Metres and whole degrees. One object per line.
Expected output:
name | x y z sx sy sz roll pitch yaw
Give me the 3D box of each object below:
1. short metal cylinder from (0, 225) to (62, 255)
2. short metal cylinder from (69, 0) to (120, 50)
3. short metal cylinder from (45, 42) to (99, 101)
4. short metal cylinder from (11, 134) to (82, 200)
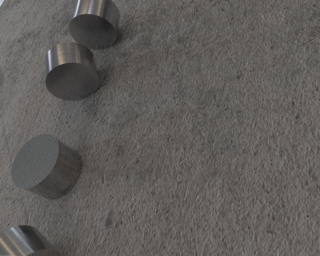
short metal cylinder | -0.160 0.160 0.354 0.050 0.080 0.080 25 75 37
short metal cylinder | -0.113 -0.184 0.541 0.080 0.080 0.050 -11 57 22
short metal cylinder | -0.142 -0.090 0.498 0.080 0.080 0.050 -26 53 12
short metal cylinder | -0.159 0.055 0.438 0.080 0.050 0.080 -13 56 21
